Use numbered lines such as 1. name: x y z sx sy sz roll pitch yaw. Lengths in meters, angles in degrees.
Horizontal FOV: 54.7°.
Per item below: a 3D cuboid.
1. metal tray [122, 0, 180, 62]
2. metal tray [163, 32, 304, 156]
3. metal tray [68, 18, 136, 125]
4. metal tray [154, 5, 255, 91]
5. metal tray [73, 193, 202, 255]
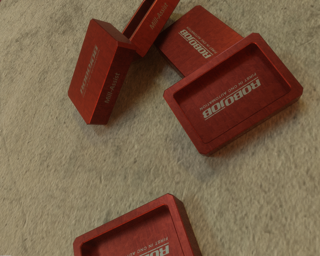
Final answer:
1. metal tray: -0.024 -0.163 0.486 0.090 0.030 0.130 1 58 60
2. metal tray: 0.081 -0.037 0.360 0.130 0.030 0.090 -33 73 6
3. metal tray: -0.089 -0.080 0.452 0.090 0.030 0.129 48 123 39
4. metal tray: 0.057 -0.112 0.438 0.090 0.030 0.130 -37 51 3
5. metal tray: -0.025 0.138 0.327 0.130 0.030 0.090 -28 52 10
